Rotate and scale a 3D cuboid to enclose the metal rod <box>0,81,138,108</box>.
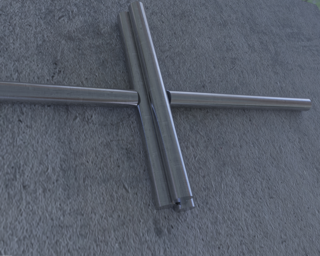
[{"bbox_3d":[-0.167,-0.039,0.339,0.303,0.025,0.025,0,62,-28],"label":"metal rod"}]

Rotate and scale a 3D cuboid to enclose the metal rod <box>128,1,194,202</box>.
[{"bbox_3d":[-0.005,-0.052,0.410,0.025,0.025,0.299,1,61,-28],"label":"metal rod"}]

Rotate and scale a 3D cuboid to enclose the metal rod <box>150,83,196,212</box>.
[{"bbox_3d":[-0.001,-0.035,0.429,0.025,0.025,0.299,1,61,-28],"label":"metal rod"}]

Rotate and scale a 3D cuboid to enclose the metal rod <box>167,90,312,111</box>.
[{"bbox_3d":[0.142,-0.043,0.510,0.303,0.025,0.025,-1,62,-29],"label":"metal rod"}]

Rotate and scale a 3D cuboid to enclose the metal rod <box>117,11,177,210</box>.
[{"bbox_3d":[-0.024,-0.041,0.419,0.025,0.025,0.299,1,61,-28],"label":"metal rod"}]
